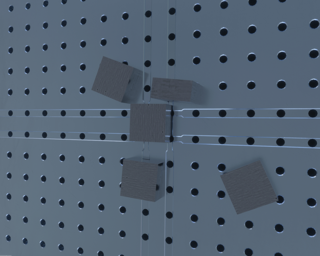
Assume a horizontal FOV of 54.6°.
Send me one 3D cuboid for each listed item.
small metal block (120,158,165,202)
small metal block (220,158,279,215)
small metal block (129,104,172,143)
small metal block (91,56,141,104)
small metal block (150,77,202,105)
[{"bbox_3d":[-0.024,0.069,0.421,0.050,0.025,0.050,6,92,20],"label":"small metal block"},{"bbox_3d":[0.108,0.070,0.375,0.050,0.025,0.050,-25,82,18],"label":"small metal block"},{"bbox_3d":[-0.012,-0.007,0.417,0.050,0.025,0.050,2,91,20],"label":"small metal block"},{"bbox_3d":[-0.061,-0.067,0.435,0.050,0.025,0.050,23,98,18],"label":"small metal block"},{"bbox_3d":[0.022,-0.046,0.392,0.050,0.050,0.025,8,93,20],"label":"small metal block"}]
